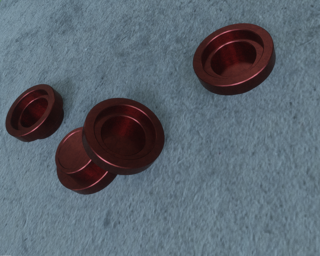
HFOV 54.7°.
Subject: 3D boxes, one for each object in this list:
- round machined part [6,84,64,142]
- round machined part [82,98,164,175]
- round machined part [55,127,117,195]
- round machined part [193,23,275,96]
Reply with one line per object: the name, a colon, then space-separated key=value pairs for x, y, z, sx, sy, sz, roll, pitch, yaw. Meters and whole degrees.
round machined part: x=-0.198 y=-0.020 z=0.507 sx=0.098 sy=0.042 sz=0.098 roll=-13 pitch=56 yaw=20
round machined part: x=-0.048 y=0.014 z=0.386 sx=0.099 sy=0.042 sz=0.098 roll=11 pitch=56 yaw=-17
round machined part: x=-0.102 y=0.037 z=0.422 sx=0.098 sy=0.042 sz=0.098 roll=-13 pitch=56 yaw=20
round machined part: x=0.095 y=-0.082 z=0.393 sx=0.098 sy=0.042 sz=0.098 roll=-13 pitch=56 yaw=20
